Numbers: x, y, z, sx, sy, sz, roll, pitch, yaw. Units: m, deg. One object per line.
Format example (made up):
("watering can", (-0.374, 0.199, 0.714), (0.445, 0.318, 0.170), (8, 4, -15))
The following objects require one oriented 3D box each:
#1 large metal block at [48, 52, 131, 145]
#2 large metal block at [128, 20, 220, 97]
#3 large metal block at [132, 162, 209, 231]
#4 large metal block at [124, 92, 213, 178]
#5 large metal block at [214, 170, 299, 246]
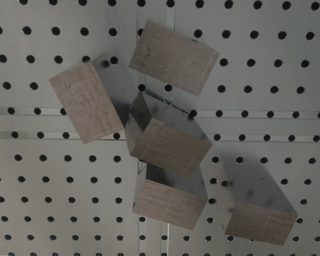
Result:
("large metal block", (-0.078, -0.038, 0.369), (0.050, 0.080, 0.080), (-22, 109, 7))
("large metal block", (0.014, -0.083, 0.354), (0.080, 0.080, 0.050), (22, 109, -8))
("large metal block", (0.012, 0.081, 0.414), (0.080, 0.080, 0.050), (19, 109, -7))
("large metal block", (0.006, 0.007, 0.378), (0.080, 0.080, 0.050), (24, 109, -22))
("large metal block", (0.126, 0.107, 0.426), (0.081, 0.080, 0.050), (13, 110, -5))
